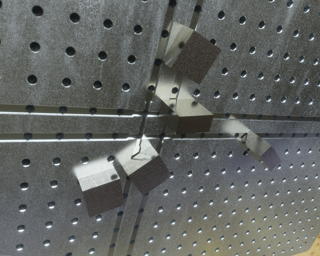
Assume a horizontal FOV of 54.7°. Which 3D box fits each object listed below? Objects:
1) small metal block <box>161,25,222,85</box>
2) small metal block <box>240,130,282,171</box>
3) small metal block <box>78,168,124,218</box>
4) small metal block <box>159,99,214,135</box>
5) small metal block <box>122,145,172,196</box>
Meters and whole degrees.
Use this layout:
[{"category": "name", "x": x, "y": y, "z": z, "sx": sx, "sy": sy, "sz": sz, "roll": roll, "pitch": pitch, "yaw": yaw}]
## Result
[{"category": "small metal block", "x": 0.039, "y": -0.089, "z": 0.379, "sx": 0.050, "sy": 0.025, "sz": 0.050, "roll": 22, "pitch": 106, "yaw": -37}, {"category": "small metal block", "x": 0.166, "y": 0.038, "z": 0.512, "sx": 0.025, "sy": 0.050, "sz": 0.050, "roll": -44, "pitch": 130, "yaw": 2}, {"category": "small metal block", "x": -0.079, "y": 0.088, "z": 0.424, "sx": 0.050, "sy": 0.025, "sz": 0.050, "roll": -17, "pitch": 125, "yaw": -19}, {"category": "small metal block", "x": 0.033, "y": -0.016, "z": 0.405, "sx": 0.050, "sy": 0.050, "sz": 0.025, "roll": -4, "pitch": 120, "yaw": -27}, {"category": "small metal block", "x": -0.018, "y": 0.061, "z": 0.441, "sx": 0.050, "sy": 0.025, "sz": 0.050, "roll": -34, "pitch": 129, "yaw": -6}]
